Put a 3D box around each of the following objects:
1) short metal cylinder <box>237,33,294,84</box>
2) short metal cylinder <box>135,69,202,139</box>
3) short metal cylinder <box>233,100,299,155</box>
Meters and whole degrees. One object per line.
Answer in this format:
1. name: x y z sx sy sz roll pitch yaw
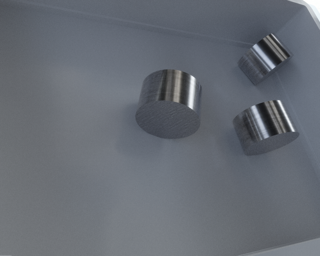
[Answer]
1. short metal cylinder: 0.185 -0.121 0.547 0.081 0.080 0.050 -29 78 -38
2. short metal cylinder: 0.013 -0.029 0.396 0.080 0.080 0.050 20 54 -17
3. short metal cylinder: 0.154 0.002 0.455 0.081 0.080 0.050 -1 63 -29
